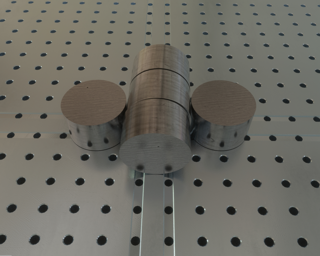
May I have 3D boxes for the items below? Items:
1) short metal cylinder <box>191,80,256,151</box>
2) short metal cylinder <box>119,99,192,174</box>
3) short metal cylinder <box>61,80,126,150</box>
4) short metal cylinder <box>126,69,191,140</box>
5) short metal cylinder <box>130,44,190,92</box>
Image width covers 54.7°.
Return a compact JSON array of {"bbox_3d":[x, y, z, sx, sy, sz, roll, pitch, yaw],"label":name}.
[{"bbox_3d":[0.079,-0.017,0.406,0.081,0.050,0.080,0,50,0],"label":"short metal cylinder"},{"bbox_3d":[-0.005,0.012,0.362,0.081,0.080,0.050,1,50,0],"label":"short metal cylinder"},{"bbox_3d":[-0.082,-0.018,0.404,0.081,0.050,0.080,0,50,0],"label":"short metal cylinder"},{"bbox_3d":[-0.001,-0.028,0.395,0.081,0.080,0.050,2,50,1],"label":"short metal cylinder"},{"bbox_3d":[0.001,-0.067,0.427,0.081,0.080,0.050,2,50,1],"label":"short metal cylinder"}]
